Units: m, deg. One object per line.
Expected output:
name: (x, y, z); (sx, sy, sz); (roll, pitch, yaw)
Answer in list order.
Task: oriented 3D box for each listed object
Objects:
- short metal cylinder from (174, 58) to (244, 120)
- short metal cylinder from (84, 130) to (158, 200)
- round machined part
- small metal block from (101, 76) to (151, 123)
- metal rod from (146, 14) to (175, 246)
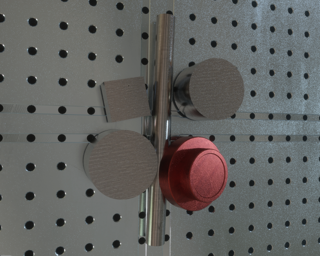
short metal cylinder: (0.065, -0.050, 0.419); (0.081, 0.050, 0.079); (0, 90, -20)
short metal cylinder: (-0.049, 0.042, 0.377); (0.081, 0.050, 0.079); (0, 90, -20)
round machined part: (0.051, 0.060, 0.405); (0.099, 0.042, 0.097); (0, 89, -36)
small metal block: (-0.044, -0.036, 0.392); (0.050, 0.025, 0.050); (-12, 94, -20)
metal rod: (0.001, 0.002, 0.409); (0.025, 0.025, 0.298); (3, 89, -20)
